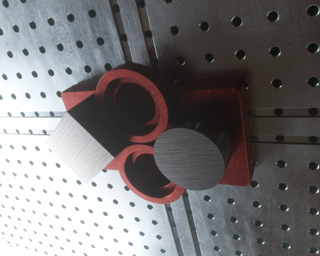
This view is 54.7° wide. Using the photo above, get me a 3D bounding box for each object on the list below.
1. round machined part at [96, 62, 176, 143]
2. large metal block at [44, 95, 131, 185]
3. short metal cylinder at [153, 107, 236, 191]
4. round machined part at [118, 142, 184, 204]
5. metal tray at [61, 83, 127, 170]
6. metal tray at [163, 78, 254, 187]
[{"bbox_3d":[-0.026,-0.034,0.381,0.098,0.042,0.097,13,124,21],"label":"round machined part"},{"bbox_3d":[-0.096,0.017,0.417,0.080,0.050,0.080,45,129,-3],"label":"large metal block"},{"bbox_3d":[0.040,0.023,0.348,0.080,0.050,0.079,13,124,21],"label":"short metal cylinder"},{"bbox_3d":[-0.005,0.052,0.423,0.098,0.042,0.097,13,124,21],"label":"round machined part"},{"bbox_3d":[-0.080,0.000,0.450,0.090,0.030,0.129,0,119,27],"label":"metal tray"},{"bbox_3d":[0.061,0.007,0.378,0.090,0.030,0.129,1,119,28],"label":"metal tray"}]
